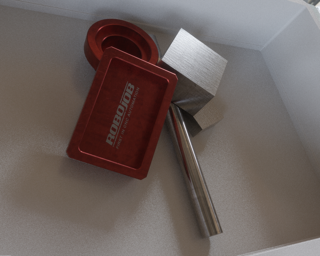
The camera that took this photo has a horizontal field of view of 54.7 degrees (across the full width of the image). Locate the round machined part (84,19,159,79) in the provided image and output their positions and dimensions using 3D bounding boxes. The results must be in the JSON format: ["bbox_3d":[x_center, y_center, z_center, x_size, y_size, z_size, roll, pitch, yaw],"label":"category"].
[{"bbox_3d":[-0.055,-0.099,0.425,0.099,0.042,0.098,13,54,-19],"label":"round machined part"}]

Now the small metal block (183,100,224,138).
[{"bbox_3d":[0.057,-0.021,0.451,0.050,0.025,0.050,-26,76,-38],"label":"small metal block"}]

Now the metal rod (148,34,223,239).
[{"bbox_3d":[0.022,-0.005,0.422,0.025,0.025,0.299,-3,63,-30],"label":"metal rod"}]

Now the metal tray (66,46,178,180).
[{"bbox_3d":[-0.042,-0.015,0.356,0.091,0.030,0.130,21,79,-16],"label":"metal tray"}]

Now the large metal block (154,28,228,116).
[{"bbox_3d":[0.038,-0.077,0.426,0.080,0.050,0.080,33,50,-9],"label":"large metal block"}]
